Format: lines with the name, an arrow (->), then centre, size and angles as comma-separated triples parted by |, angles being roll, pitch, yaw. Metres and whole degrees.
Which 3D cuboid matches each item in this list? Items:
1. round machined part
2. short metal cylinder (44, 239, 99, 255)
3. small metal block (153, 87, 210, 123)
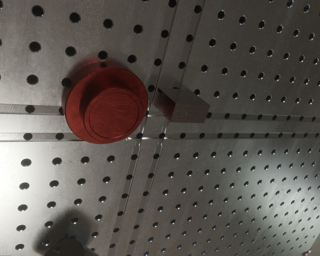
round machined part -> -0.058, -0.022, 0.356 | 0.099, 0.042, 0.097 | -14, 125, -21
short metal cylinder -> -0.125, 0.205, 0.435 | 0.080, 0.080, 0.050 | -36, 130, -4
small metal block -> 0.027, -0.029, 0.393 | 0.050, 0.050, 0.025 | 1, 118, -29
